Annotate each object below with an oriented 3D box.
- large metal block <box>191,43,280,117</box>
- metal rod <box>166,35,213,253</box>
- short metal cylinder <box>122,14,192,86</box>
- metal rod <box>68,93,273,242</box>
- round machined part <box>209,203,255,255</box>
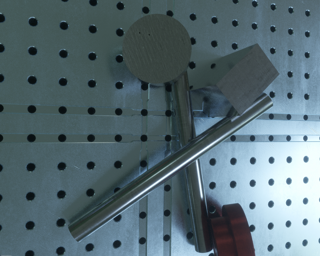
[{"bbox_3d":[0.096,-0.061,0.418,0.080,0.080,0.050,-45,104,-14],"label":"large metal block"},{"bbox_3d":[0.039,0.022,0.426,0.025,0.025,0.298,-10,93,-20],"label":"metal rod"},{"bbox_3d":[-0.002,-0.093,0.383,0.080,0.050,0.079,0,94,4],"label":"short metal cylinder"},{"bbox_3d":[0.020,0.045,0.397,0.301,0.025,0.025,-34,101,-8],"label":"metal rod"},{"bbox_3d":[0.093,0.152,0.412,0.042,0.098,0.097,-9,93,2],"label":"round machined part"}]
